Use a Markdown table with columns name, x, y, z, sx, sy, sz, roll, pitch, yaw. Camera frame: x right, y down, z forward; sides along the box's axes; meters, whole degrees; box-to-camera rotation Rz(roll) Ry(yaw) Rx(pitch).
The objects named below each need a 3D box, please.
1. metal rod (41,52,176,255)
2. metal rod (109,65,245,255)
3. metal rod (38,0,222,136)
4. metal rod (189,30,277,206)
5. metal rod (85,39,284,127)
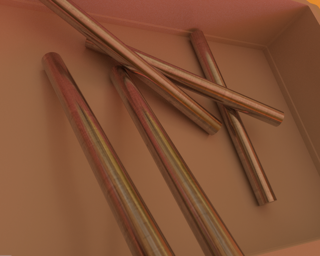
| name | x | y | z | sx | sy | sz | roll | pitch | yaw |
| --- | --- | --- | --- | --- | --- | --- | --- | --- | --- |
| metal rod | -0.065 | 0.007 | 0.289 | 0.025 | 0.025 | 0.300 | -7 | 41 | -31 |
| metal rod | -0.002 | 0.015 | 0.316 | 0.025 | 0.025 | 0.300 | 1 | 36 | -28 |
| metal rod | -0.035 | -0.087 | 0.413 | 0.301 | 0.025 | 0.025 | 37 | 51 | -14 |
| metal rod | 0.105 | -0.029 | 0.479 | 0.025 | 0.025 | 0.299 | -4 | 64 | -30 |
| metal rod | 0.040 | -0.068 | 0.447 | 0.302 | 0.025 | 0.025 | 22 | 53 | -7 |
